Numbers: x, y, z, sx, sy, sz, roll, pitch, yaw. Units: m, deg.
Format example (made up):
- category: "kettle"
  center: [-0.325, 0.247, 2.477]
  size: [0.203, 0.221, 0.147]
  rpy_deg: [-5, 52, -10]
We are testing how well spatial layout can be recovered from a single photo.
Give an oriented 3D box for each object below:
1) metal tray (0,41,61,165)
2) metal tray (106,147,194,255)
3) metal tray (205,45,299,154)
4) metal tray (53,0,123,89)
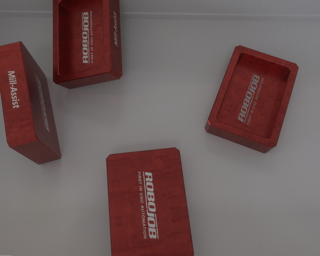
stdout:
- category: "metal tray"
  center: [-0.161, -0.028, 0.384]
  size: [0.030, 0.090, 0.130]
  rpy_deg: [-16, 71, -5]
- category: "metal tray"
  center: [-0.014, 0.093, 0.373]
  size: [0.091, 0.030, 0.130]
  rpy_deg: [-6, 70, -3]
- category: "metal tray"
  center: [0.125, -0.041, 0.422]
  size: [0.090, 0.030, 0.130]
  rpy_deg: [21, 71, 7]
- category: "metal tray"
  center: [-0.100, -0.125, 0.423]
  size: [0.090, 0.030, 0.129]
  rpy_deg: [-7, 79, 21]
